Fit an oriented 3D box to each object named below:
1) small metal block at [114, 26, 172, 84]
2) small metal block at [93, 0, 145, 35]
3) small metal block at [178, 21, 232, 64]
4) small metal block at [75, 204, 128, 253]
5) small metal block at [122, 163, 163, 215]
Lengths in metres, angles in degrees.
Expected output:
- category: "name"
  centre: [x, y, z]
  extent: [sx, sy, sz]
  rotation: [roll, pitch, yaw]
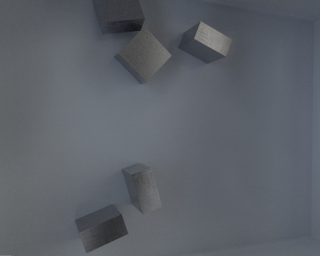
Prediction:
- category: "small metal block"
  centre: [-0.022, -0.093, 0.403]
  extent: [0.050, 0.025, 0.050]
  rotation: [45, 76, -15]
- category: "small metal block"
  centre: [-0.052, -0.147, 0.384]
  extent: [0.050, 0.025, 0.050]
  rotation: [-13, 76, -20]
- category: "small metal block"
  centre: [0.060, -0.114, 0.421]
  extent: [0.050, 0.050, 0.025]
  rotation: [23, 82, -19]
- category: "small metal block"
  centre: [-0.071, 0.119, 0.372]
  extent: [0.050, 0.050, 0.025]
  rotation: [-20, 97, -19]
- category: "small metal block"
  centre: [-0.024, 0.074, 0.390]
  extent: [0.025, 0.050, 0.050]
  rotation: [-18, 96, -19]
